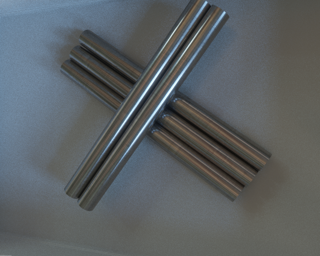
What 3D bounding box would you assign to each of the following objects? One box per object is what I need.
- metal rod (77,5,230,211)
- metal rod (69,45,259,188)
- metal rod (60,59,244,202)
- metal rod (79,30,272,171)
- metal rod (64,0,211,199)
[{"bbox_3d":[-0.015,-0.016,0.388,0.025,0.025,0.299,39,102,16],"label":"metal rod"},{"bbox_3d":[-0.006,-0.024,0.411,0.300,0.025,0.025,36,102,16],"label":"metal rod"},{"bbox_3d":[-0.021,-0.005,0.416,0.300,0.025,0.025,36,102,16],"label":"metal rod"},{"bbox_3d":[0.009,-0.045,0.406,0.300,0.025,0.025,36,102,16],"label":"metal rod"},{"bbox_3d":[-0.035,-0.030,0.395,0.025,0.025,0.299,39,102,16],"label":"metal rod"}]
